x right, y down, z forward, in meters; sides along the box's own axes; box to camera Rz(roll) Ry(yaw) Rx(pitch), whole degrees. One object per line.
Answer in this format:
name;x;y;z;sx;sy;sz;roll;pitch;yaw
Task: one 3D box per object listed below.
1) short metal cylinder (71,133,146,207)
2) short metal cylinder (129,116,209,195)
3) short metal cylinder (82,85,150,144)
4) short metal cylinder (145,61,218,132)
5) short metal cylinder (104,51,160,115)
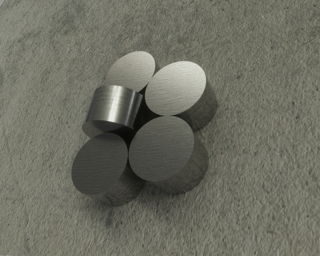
short metal cylinder;-0.062;0.053;0.390;0.080;0.050;0.080;-14;56;21
short metal cylinder;0.011;0.032;0.363;0.080;0.050;0.080;-14;56;22
short metal cylinder;-0.056;-0.012;0.407;0.080;0.080;0.050;-3;61;27
short metal cylinder;0.028;-0.038;0.397;0.080;0.050;0.080;-13;57;21
short metal cylinder;-0.032;-0.062;0.444;0.080;0.050;0.080;-14;56;21
